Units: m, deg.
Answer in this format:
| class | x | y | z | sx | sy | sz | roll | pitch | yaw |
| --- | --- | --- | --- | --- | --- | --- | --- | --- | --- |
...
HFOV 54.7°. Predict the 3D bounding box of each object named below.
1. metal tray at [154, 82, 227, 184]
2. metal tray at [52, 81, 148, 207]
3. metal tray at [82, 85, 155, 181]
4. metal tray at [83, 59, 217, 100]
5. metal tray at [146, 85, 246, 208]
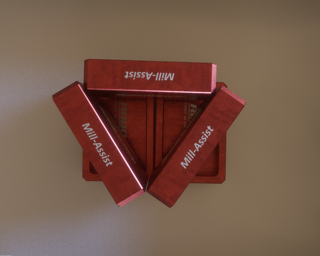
| class | x | y | z | sx | sy | sz | roll | pitch | yaw |
| --- | --- | --- | --- | --- | --- | --- | --- | --- | --- |
| metal tray | 0.039 | 0.005 | 0.408 | 0.091 | 0.030 | 0.129 | 1 | 89 | 0 |
| metal tray | -0.060 | 0.015 | 0.346 | 0.030 | 0.090 | 0.130 | -31 | 90 | 1 |
| metal tray | -0.053 | 0.003 | 0.408 | 0.091 | 0.030 | 0.129 | 0 | 89 | 0 |
| metal tray | -0.010 | -0.051 | 0.346 | 0.131 | 0.090 | 0.030 | 2 | 91 | 0 |
| metal tray | 0.036 | 0.018 | 0.346 | 0.030 | 0.090 | 0.130 | 35 | 90 | 0 |
